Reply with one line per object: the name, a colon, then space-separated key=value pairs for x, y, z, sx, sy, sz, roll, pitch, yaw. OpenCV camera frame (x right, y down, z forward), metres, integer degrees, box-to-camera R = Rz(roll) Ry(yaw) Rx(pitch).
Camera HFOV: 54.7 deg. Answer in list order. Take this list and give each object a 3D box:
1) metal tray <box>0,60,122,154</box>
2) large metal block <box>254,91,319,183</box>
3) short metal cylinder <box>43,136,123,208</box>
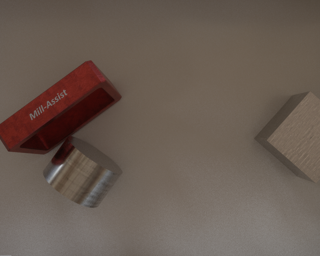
metal tray: x=-0.115 y=-0.019 z=0.375 sx=0.130 sy=0.090 sz=0.030 roll=-36 pitch=81 yaw=0
large metal block: x=0.186 y=0.011 z=0.401 sx=0.080 sy=0.050 sz=0.080 roll=41 pitch=90 yaw=-1
short metal cylinder: x=-0.094 y=0.053 z=0.383 sx=0.080 sy=0.080 sz=0.050 roll=36 pitch=90 yaw=-1
